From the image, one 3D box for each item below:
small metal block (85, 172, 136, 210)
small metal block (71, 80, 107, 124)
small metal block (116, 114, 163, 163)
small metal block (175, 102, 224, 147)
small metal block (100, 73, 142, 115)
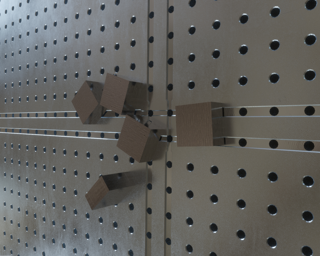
[{"bbox_3d":[-0.073,0.092,0.455,0.050,0.050,0.025,-49,61,29],"label":"small metal block"},{"bbox_3d":[-0.113,-0.041,0.504,0.050,0.025,0.050,-47,62,30],"label":"small metal block"},{"bbox_3d":[-0.029,0.014,0.435,0.050,0.025,0.050,31,109,36],"label":"small metal block"},{"bbox_3d":[0.047,-0.003,0.371,0.050,0.025,0.050,-4,87,40],"label":"small metal block"},{"bbox_3d":[-0.059,-0.050,0.459,0.050,0.025,0.050,25,106,37],"label":"small metal block"}]
